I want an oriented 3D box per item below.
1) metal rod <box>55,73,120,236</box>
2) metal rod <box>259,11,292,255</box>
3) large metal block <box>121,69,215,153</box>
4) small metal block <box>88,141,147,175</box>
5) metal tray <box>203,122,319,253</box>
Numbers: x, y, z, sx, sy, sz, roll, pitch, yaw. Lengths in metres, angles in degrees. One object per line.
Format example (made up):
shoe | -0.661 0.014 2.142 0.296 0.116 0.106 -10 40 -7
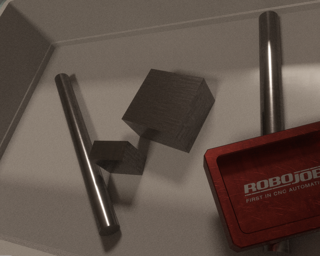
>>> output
metal rod | -0.116 0.017 0.454 0.025 0.025 0.300 -34 52 6
metal rod | 0.126 -0.018 0.349 0.025 0.025 0.299 -5 59 25
large metal block | 0.012 -0.024 0.397 0.080 0.050 0.080 17 71 34
small metal block | -0.053 0.038 0.392 0.050 0.050 0.025 -1 62 27
metal tray | 0.114 0.050 0.281 0.131 0.030 0.090 -14 61 -1
